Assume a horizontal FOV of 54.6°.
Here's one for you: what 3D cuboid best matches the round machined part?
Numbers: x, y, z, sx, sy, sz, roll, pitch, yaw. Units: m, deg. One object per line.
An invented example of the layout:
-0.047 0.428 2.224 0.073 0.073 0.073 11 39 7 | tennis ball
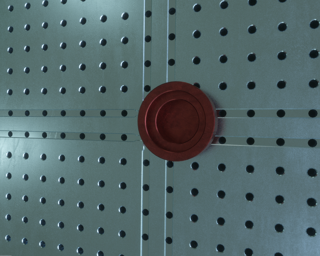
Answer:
0.025 -0.008 0.395 0.098 0.042 0.097 0 90 20 | round machined part
